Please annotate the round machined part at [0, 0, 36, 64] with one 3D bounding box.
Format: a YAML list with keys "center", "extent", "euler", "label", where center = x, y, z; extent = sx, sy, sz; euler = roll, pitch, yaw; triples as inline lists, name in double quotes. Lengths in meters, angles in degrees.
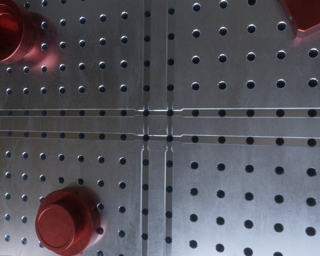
- center: [-0.237, -0.149, 0.487]
  extent: [0.098, 0.042, 0.097]
  euler: [0, 90, 20]
  label: "round machined part"

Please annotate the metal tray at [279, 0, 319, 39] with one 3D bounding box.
- center: [0.199, -0.170, 0.340]
  extent: [0.130, 0.030, 0.090]
  euler: [-24, 82, 18]
  label: "metal tray"

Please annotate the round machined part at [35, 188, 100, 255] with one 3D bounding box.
- center: [-0.141, 0.140, 0.453]
  extent: [0.098, 0.042, 0.097]
  euler: [0, 90, 20]
  label: "round machined part"
